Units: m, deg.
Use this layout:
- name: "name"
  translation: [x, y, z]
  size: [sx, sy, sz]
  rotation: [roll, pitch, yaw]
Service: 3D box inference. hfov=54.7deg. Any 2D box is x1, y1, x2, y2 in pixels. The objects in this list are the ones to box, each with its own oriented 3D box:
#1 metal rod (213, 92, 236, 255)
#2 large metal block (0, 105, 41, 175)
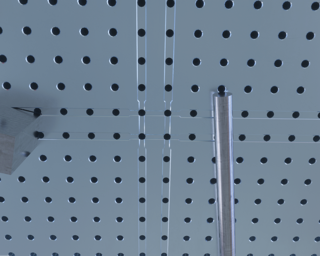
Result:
- name: "metal rod"
  translation: [0.095, 0.096, 0.450]
  size: [0.025, 0.025, 0.298]
  rotation: [-6, 110, 1]
- name: "large metal block"
  translation: [-0.206, 0.009, 0.384]
  size: [0.081, 0.080, 0.050]
  rotation: [14, 110, -6]
